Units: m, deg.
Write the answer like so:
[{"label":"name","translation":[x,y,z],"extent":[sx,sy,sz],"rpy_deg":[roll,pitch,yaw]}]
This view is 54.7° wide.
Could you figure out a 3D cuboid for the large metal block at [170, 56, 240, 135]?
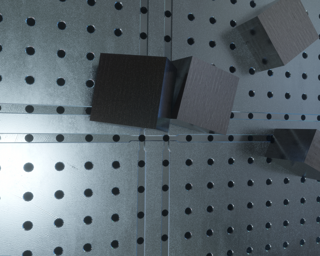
[{"label":"large metal block","translation":[0.051,-0.040,0.412],"extent":[0.081,0.050,0.080],"rpy_deg":[17,84,-30]}]

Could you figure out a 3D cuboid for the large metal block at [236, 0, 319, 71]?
[{"label":"large metal block","translation":[0.177,-0.144,0.466],"extent":[0.080,0.050,0.080],"rpy_deg":[-37,102,-16]}]

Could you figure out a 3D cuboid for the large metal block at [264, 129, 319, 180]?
[{"label":"large metal block","translation":[0.223,0.041,0.468],"extent":[0.080,0.080,0.050],"rpy_deg":[28,81,-18]}]

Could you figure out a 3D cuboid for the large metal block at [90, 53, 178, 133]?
[{"label":"large metal block","translation":[-0.029,-0.041,0.369],"extent":[0.080,0.050,0.080],"rpy_deg":[8,87,17]}]
